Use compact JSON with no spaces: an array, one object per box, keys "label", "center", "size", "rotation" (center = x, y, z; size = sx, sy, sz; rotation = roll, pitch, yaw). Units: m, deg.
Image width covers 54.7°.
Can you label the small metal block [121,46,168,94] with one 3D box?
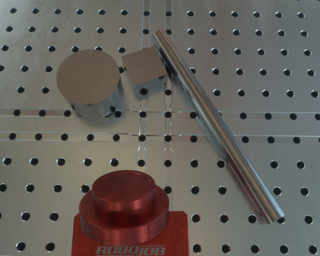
[{"label":"small metal block","center":[-0.022,-0.083,0.442],"size":[0.050,0.025,0.050],"rotation":[-20,72,-8]}]

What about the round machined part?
[{"label":"round machined part","center":[-0.039,0.080,0.342],"size":[0.099,0.098,0.042],"rotation":[-1,110,-1]}]

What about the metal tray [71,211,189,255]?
[{"label":"metal tray","center":[-0.033,0.144,0.356],"size":[0.131,0.030,0.090],"rotation":[-1,70,-1]}]

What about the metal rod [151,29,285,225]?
[{"label":"metal rod","center":[0.069,-0.014,0.417],"size":[0.025,0.025,0.299],"rotation":[-27,72,-10]}]

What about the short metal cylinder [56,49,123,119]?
[{"label":"short metal cylinder","center":[-0.092,-0.058,0.419],"size":[0.081,0.050,0.080],"rotation":[0,70,0]}]
